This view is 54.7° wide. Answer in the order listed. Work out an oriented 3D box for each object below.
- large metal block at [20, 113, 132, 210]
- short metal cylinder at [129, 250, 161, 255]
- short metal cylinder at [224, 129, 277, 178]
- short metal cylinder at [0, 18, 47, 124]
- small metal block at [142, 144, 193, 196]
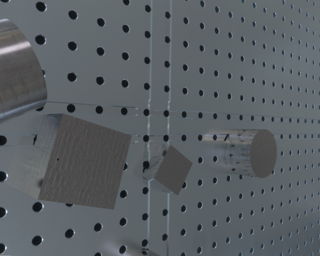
[{"bbox_3d":[-0.085,0.035,0.322,0.080,0.050,0.080,21,77,-38],"label":"large metal block"},{"bbox_3d":[-0.012,0.199,0.384,0.081,0.050,0.079,0,90,-40],"label":"short metal cylinder"},{"bbox_3d":[0.153,0.041,0.522,0.081,0.050,0.079,0,90,-40],"label":"short metal cylinder"},{"bbox_3d":[-0.139,-0.044,0.257,0.050,0.080,0.080,-32,110,-36],"label":"short metal cylinder"},{"bbox_3d":[0.011,0.056,0.419,0.050,0.025,0.050,41,65,-32],"label":"small metal block"}]
